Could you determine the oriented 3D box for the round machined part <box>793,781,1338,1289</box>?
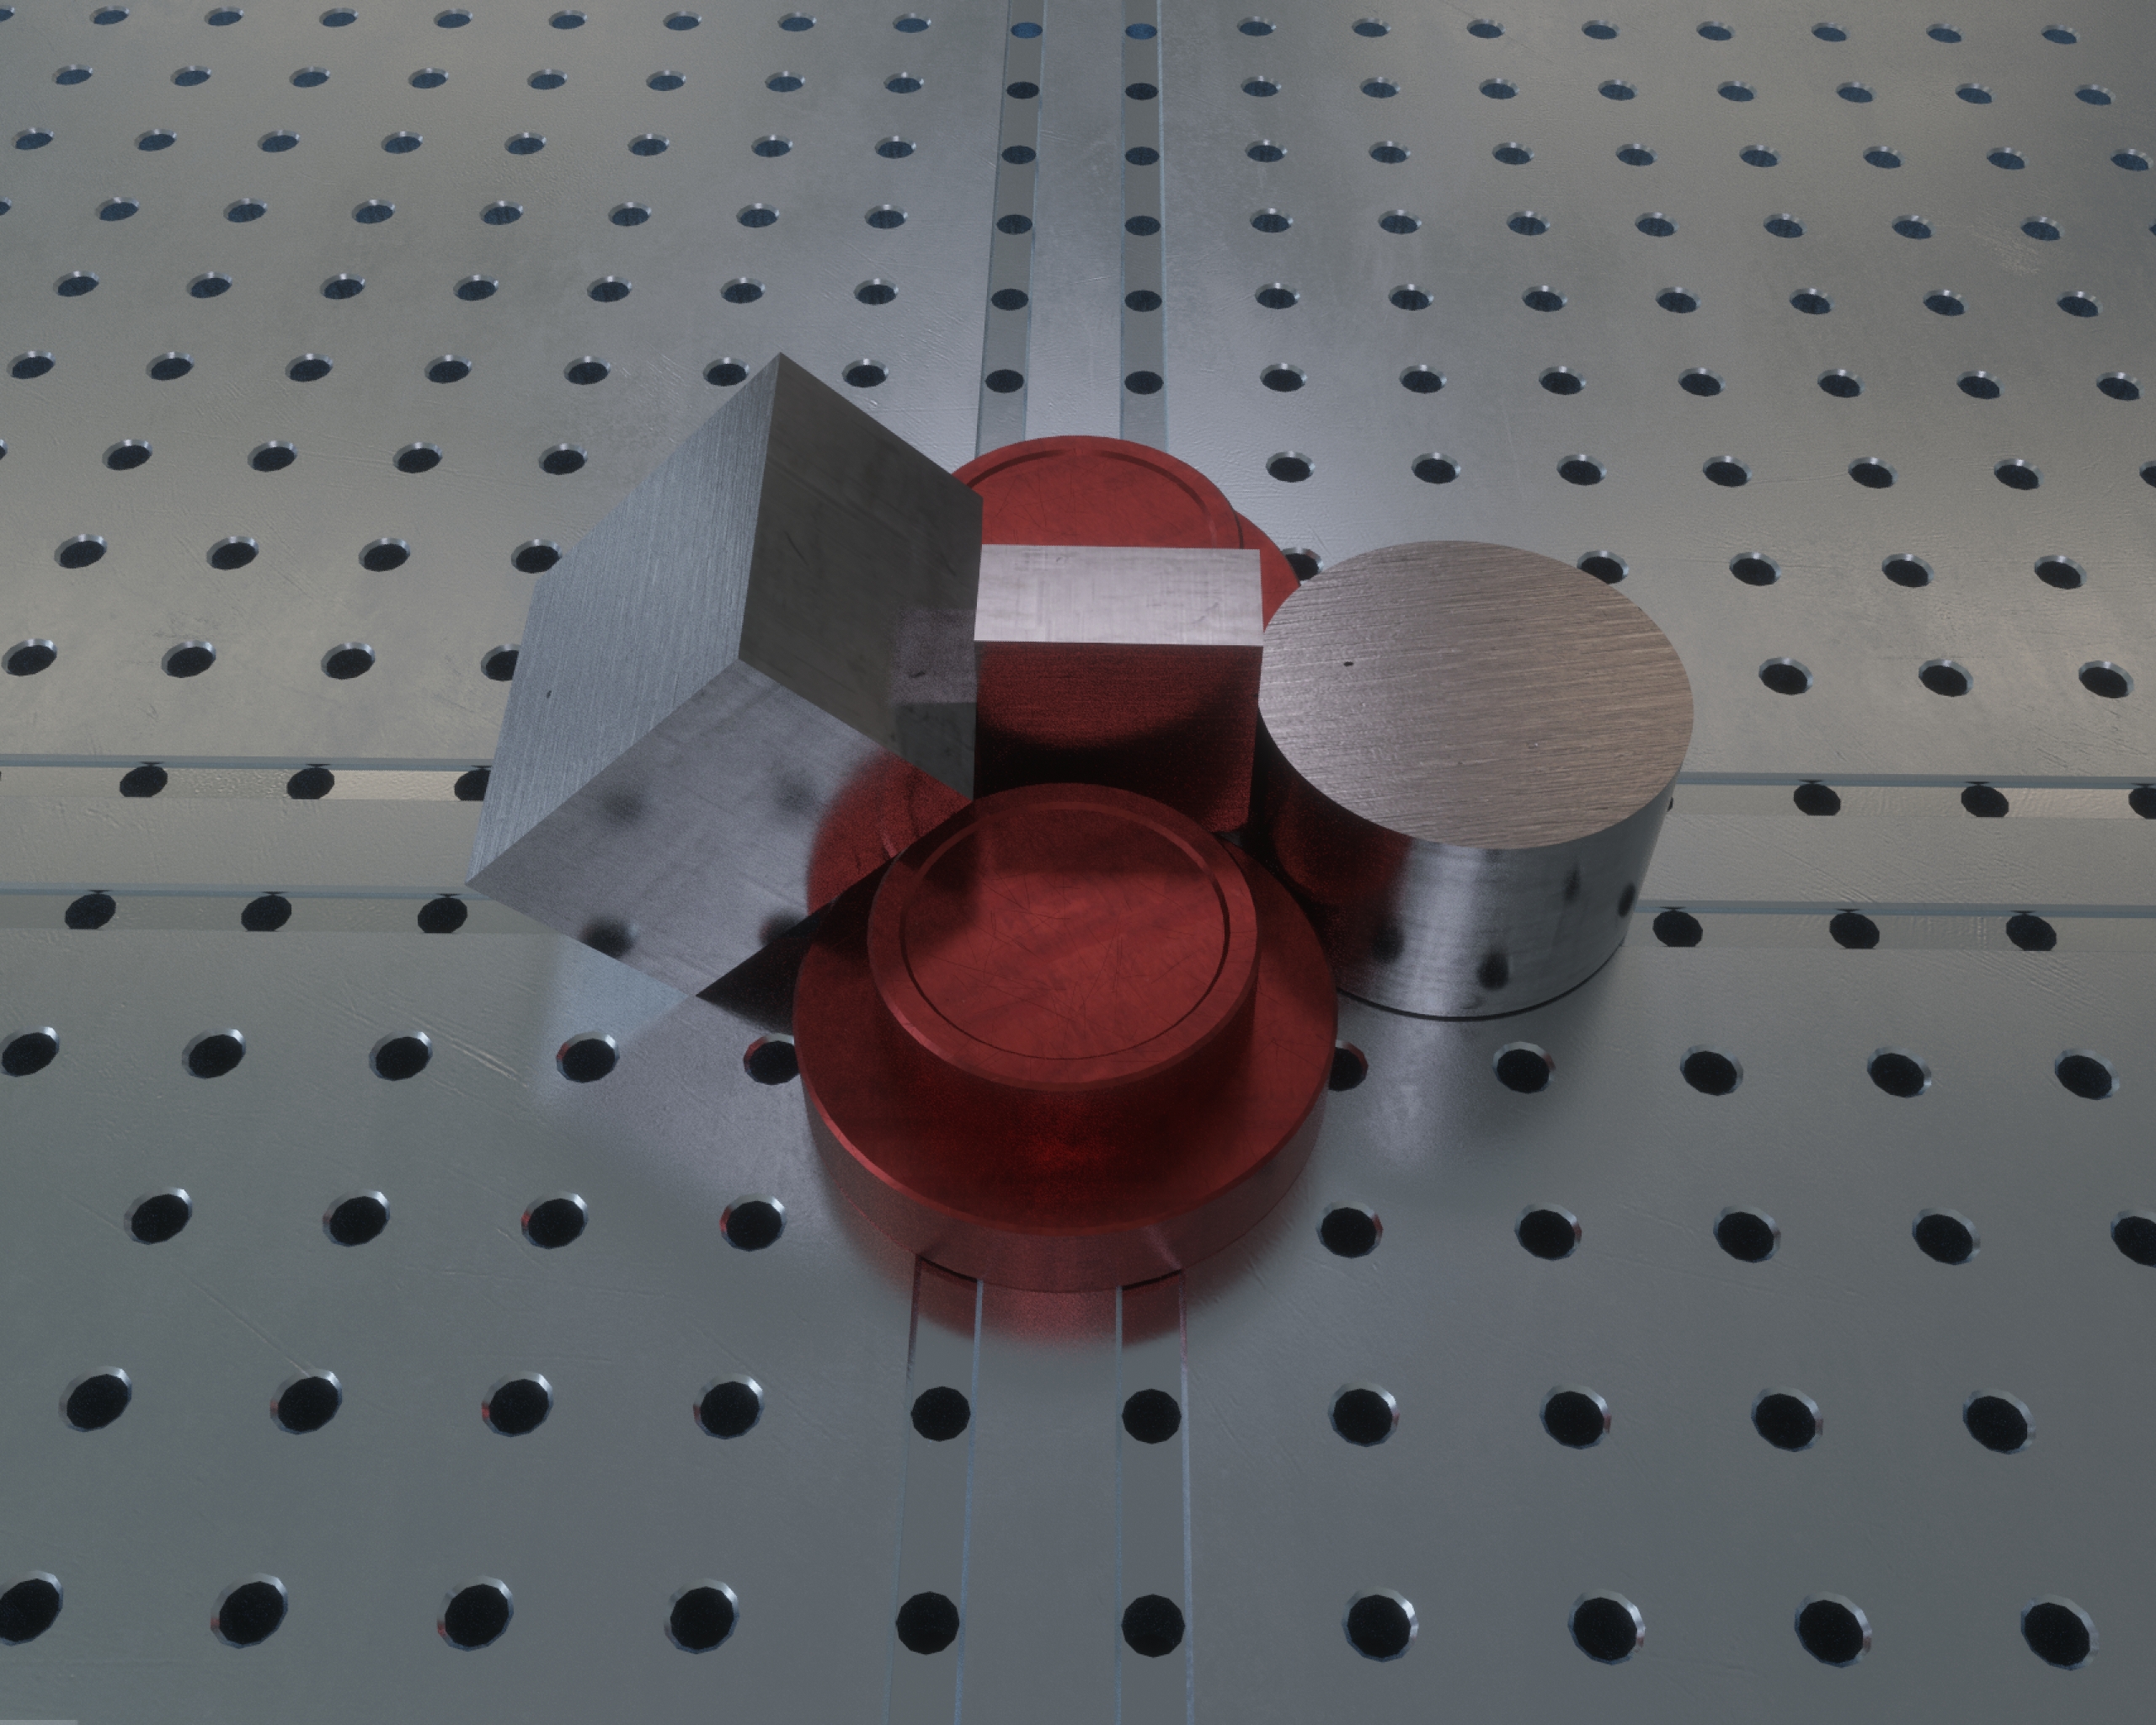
[{"bbox_3d":[-0.002,0.024,0.377,0.099,0.042,0.098,0,50,0],"label":"round machined part"}]

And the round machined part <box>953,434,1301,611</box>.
[{"bbox_3d":[0.000,-0.053,0.441,0.099,0.042,0.098,0,50,0],"label":"round machined part"}]

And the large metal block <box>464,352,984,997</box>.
[{"bbox_3d":[-0.064,-0.034,0.392,0.050,0.080,0.080,32,40,-33],"label":"large metal block"}]

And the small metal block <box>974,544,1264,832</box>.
[{"bbox_3d":[0.008,-0.032,0.389,0.050,0.050,0.025,1,50,1],"label":"small metal block"}]

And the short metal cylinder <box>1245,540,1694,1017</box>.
[{"bbox_3d":[0.073,-0.017,0.405,0.080,0.050,0.080,0,50,0],"label":"short metal cylinder"}]
